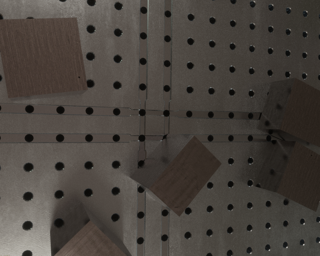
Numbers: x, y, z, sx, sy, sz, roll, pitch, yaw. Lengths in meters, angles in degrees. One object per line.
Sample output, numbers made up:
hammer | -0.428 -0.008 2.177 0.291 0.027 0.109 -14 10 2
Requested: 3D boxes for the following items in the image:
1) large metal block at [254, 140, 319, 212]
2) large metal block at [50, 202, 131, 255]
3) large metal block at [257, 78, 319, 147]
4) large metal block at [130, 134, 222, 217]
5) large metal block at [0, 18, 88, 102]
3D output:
large metal block | 0.206 0.072 0.478 0.080 0.050 0.080 27 81 -19
large metal block | -0.077 0.140 0.356 0.050 0.080 0.080 -44 104 -15
large metal block | 0.209 -0.022 0.479 0.080 0.050 0.080 21 83 -19
large metal block | 0.017 0.054 0.391 0.050 0.080 0.080 45 76 -15
large metal block | -0.132 -0.076 0.351 0.081 0.050 0.079 -9 93 -20
